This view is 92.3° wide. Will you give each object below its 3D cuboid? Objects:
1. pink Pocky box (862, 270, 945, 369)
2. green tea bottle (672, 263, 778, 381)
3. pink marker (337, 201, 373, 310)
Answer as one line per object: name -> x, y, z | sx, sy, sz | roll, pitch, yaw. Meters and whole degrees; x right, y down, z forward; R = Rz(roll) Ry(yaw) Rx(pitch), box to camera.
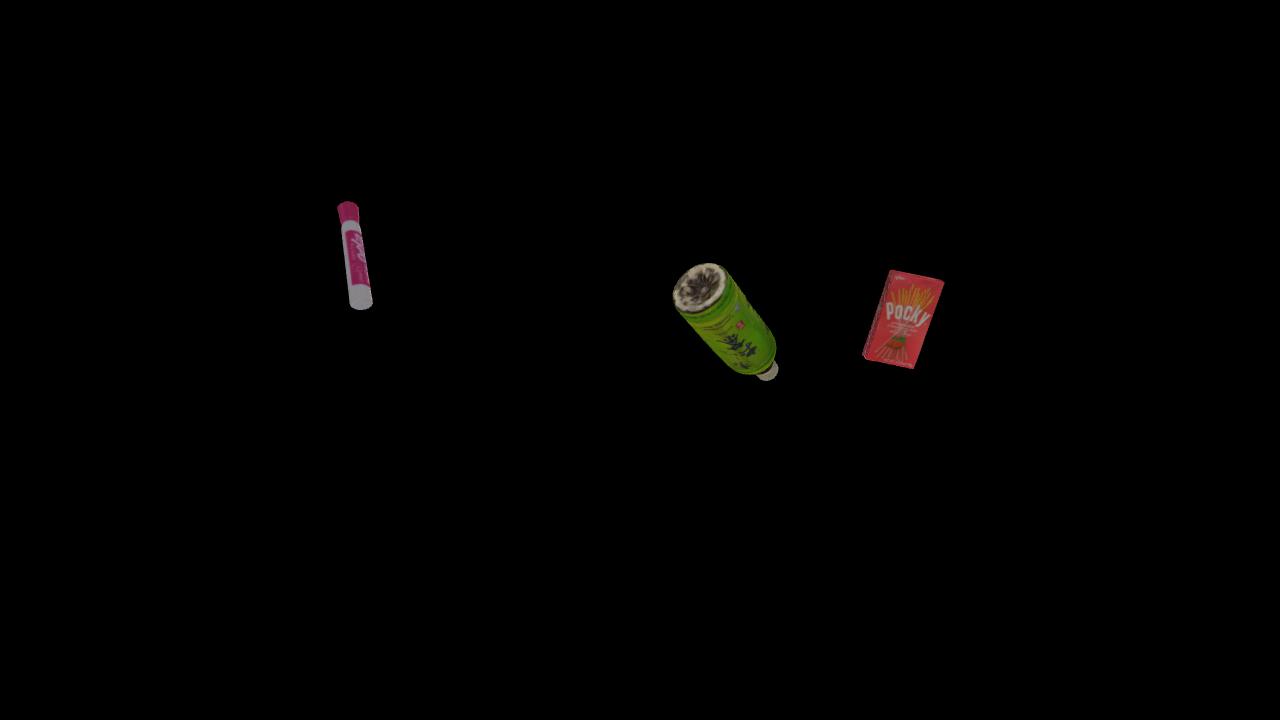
pink Pocky box -> 0.436, -0.066, 1.023 | 0.084, 0.155, 0.029 | 12, 20, 3
green tea bottle -> 0.116, -0.033, 0.745 | 0.073, 0.073, 0.212 | 0, -25, 34
pink marker -> -0.264, -0.100, 0.568 | 0.020, 0.121, 0.020 | -16, -26, -8
